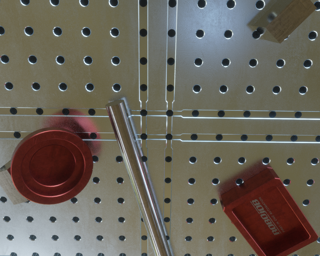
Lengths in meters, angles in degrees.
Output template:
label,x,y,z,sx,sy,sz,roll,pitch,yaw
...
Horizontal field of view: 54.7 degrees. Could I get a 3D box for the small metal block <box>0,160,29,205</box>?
label,x,y,z,sx,sy,sz,roll,pitch,yaw
small metal block,-0.187,0.067,0.421,0.025,0.050,0.050,-18,110,20

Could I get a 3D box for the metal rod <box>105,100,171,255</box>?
label,x,y,z,sx,sy,sz,roll,pitch,yaw
metal rod,-0.021,0.103,0.450,0.025,0.025,0.298,-14,110,5

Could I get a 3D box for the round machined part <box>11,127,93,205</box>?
label,x,y,z,sx,sy,sz,roll,pitch,yaw
round machined part,-0.141,0.046,0.407,0.099,0.042,0.097,-6,103,-25

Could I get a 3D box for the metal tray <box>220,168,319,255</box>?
label,x,y,z,sx,sy,sz,roll,pitch,yaw
metal tray,0.162,0.134,0.461,0.090,0.030,0.130,-34,107,11

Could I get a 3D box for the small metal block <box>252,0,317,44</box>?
label,x,y,z,sx,sy,sz,roll,pitch,yaw
small metal block,0.140,-0.126,0.355,0.025,0.050,0.050,41,105,-14
